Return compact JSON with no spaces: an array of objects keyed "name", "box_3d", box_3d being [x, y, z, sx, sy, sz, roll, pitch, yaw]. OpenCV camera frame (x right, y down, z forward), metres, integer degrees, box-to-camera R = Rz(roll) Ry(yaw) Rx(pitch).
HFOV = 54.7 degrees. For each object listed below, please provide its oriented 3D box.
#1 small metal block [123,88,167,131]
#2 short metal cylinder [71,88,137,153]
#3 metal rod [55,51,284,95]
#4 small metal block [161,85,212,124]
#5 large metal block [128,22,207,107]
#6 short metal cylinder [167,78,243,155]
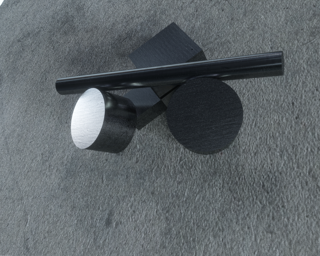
[{"name":"small metal block","box_3d":[-0.025,-0.033,0.439,0.050,0.025,0.050,-36,51,2]},{"name":"short metal cylinder","box_3d":[-0.076,-0.008,0.416,0.080,0.050,0.080,-14,69,44]},{"name":"metal rod","box_3d":[-0.009,-0.063,0.382,0.300,0.025,0.025,-1,61,27]},{"name":"small metal block","box_3d":[0.038,-0.031,0.404,0.050,0.025,0.050,-37,51,3]},{"name":"large metal block","box_3d":[0.014,-0.089,0.434,0.080,0.050,0.080,-36,51,4]},{"name":"short metal cylinder","box_3d":[0.051,-0.011,0.351,0.080,0.050,0.080,-2,81,10]}]
